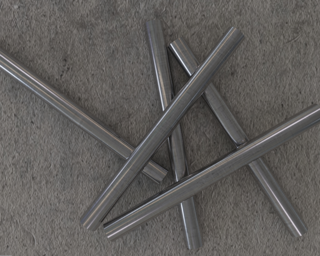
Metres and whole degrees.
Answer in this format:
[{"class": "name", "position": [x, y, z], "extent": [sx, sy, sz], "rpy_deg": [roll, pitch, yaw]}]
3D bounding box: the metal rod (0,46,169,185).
[{"class": "metal rod", "position": [-0.117, -0.024, 0.408], "extent": [0.301, 0.025, 0.025], "rpy_deg": [36, 90, 0]}]

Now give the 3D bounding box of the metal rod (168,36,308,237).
[{"class": "metal rod", "position": [0.103, 0.012, 0.410], "extent": [0.025, 0.025, 0.299], "rpy_deg": [-33, 90, 0]}]

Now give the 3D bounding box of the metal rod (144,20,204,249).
[{"class": "metal rod", "position": [0.019, 0.008, 0.409], "extent": [0.025, 0.025, 0.298], "rpy_deg": [-11, 90, 0]}]

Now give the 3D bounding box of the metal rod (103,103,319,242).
[{"class": "metal rod", "position": [0.067, 0.055, 0.384], "extent": [0.301, 0.025, 0.025], "rpy_deg": [-30, 90, 0]}]

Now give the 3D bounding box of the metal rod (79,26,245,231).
[{"class": "metal rod", "position": [0.003, 0.001, 0.383], "extent": [0.025, 0.025, 0.300], "rpy_deg": [38, 90, 0]}]
